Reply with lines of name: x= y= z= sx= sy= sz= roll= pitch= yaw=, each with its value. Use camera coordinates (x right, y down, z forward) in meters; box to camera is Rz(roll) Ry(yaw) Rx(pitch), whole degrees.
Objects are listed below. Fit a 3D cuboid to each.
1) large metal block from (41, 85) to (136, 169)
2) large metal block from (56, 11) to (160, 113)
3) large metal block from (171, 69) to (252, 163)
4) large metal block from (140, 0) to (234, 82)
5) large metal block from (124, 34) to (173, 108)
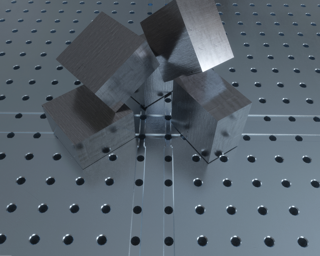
large metal block: x=-0.089 y=-0.008 z=0.396 sx=0.081 sy=0.050 sz=0.080 roll=-32 pitch=57 yaw=-25
large metal block: x=-0.062 y=-0.079 z=0.372 sx=0.080 sy=0.050 sz=0.080 roll=40 pitch=86 yaw=28
large metal block: x=0.059 y=-0.018 z=0.386 sx=0.050 sy=0.080 sz=0.080 roll=-27 pitch=56 yaw=-21
large metal block: x=0.030 y=-0.106 z=0.369 sx=0.050 sy=0.080 sz=0.080 roll=-29 pitch=13 yaw=-28
large metal block: x=-0.008 y=-0.089 z=0.445 sx=0.080 sy=0.080 sz=0.050 roll=-34 pitch=58 yaw=-26
